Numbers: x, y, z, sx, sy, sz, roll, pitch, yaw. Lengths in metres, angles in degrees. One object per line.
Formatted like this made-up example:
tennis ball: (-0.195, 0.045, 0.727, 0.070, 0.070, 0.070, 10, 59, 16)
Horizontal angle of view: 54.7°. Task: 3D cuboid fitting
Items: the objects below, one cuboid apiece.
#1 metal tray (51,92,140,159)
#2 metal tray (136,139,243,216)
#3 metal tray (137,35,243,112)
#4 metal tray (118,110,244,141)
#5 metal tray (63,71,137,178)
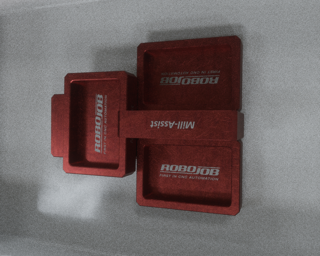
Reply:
metal tray: (-0.090, -0.003, 0.435, 0.130, 0.030, 0.089, 0, 90, 19)
metal tray: (0.036, 0.057, 0.393, 0.130, 0.030, 0.089, 1, 90, 19)
metal tray: (0.036, -0.064, 0.393, 0.130, 0.030, 0.089, 1, 90, 19)
metal tray: (0.028, -0.004, 0.363, 0.130, 0.090, 0.030, 1, 91, 19)
metal tray: (-0.078, -0.005, 0.399, 0.090, 0.030, 0.129, 1, 90, 19)
